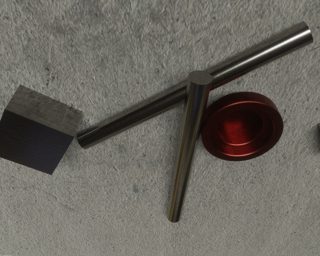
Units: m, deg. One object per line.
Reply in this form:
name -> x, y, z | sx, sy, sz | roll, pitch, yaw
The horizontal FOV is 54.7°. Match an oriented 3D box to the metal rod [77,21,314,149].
metal rod -> 0.025, -0.042, 0.372 | 0.300, 0.025, 0.025 | -24, 126, 19

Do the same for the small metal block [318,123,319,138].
small metal block -> 0.248, 0.011, 0.421 | 0.050, 0.025, 0.050 | -19, 128, 15

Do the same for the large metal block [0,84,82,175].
large metal block -> -0.157, 0.005, 0.393 | 0.080, 0.050, 0.080 | 25, 126, -20

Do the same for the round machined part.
round machined part -> 0.100, -0.006, 0.393 | 0.099, 0.042, 0.097 | -1, 130, 0

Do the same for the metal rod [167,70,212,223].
metal rod -> 0.033, 0.050, 0.431 | 0.025, 0.025, 0.298 | 2, 136, -3
